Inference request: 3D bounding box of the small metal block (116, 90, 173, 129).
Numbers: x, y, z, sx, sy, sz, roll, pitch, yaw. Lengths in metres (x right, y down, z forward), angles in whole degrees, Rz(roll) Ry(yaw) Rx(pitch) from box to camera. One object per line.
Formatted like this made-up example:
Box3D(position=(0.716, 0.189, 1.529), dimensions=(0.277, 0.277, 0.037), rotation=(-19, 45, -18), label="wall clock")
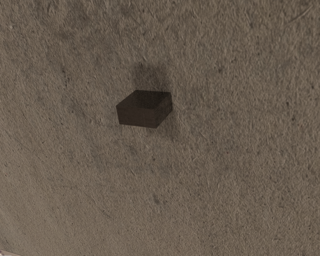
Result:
Box3D(position=(-0.018, -0.025, 0.384), dimensions=(0.050, 0.050, 0.025), rotation=(7, 121, 24), label="small metal block")
